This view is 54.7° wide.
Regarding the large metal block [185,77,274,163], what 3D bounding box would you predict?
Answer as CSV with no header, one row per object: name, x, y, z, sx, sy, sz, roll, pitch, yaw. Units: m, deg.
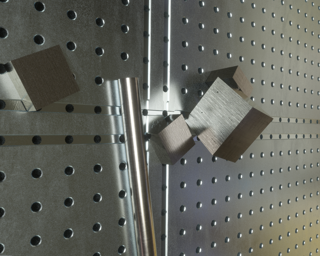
large metal block,0.093,-0.012,0.433,0.050,0.080,0.080,20,114,-39

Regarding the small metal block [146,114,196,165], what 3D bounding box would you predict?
small metal block,0.016,0.015,0.425,0.050,0.025,0.050,-40,114,-33

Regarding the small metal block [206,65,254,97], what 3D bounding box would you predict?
small metal block,0.110,-0.068,0.487,0.050,0.050,0.025,45,60,-31

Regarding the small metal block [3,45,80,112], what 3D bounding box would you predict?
small metal block,-0.118,-0.050,0.312,0.050,0.025,0.050,-34,111,-35

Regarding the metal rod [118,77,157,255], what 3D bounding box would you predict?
metal rod,-0.024,0.087,0.390,0.025,0.025,0.298,-10,97,-40
